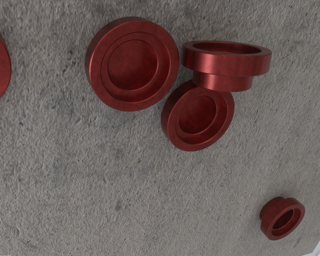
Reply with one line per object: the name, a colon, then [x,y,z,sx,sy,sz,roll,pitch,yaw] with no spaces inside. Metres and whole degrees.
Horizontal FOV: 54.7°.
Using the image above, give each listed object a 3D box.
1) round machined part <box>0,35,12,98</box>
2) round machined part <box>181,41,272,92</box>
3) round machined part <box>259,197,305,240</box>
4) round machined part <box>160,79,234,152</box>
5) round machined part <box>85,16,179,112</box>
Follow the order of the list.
round machined part: [-0.181,-0.052,0.264,0.099,0.042,0.097,-14,124,-21]
round machined part: [0.073,-0.071,0.353,0.099,0.098,0.042,-8,117,-24]
round machined part: [0.248,0.182,0.644,0.099,0.042,0.097,-14,124,-21]
round machined part: [0.045,-0.021,0.407,0.099,0.042,0.097,-14,125,-21]
round machined part: [-0.032,-0.070,0.335,0.099,0.042,0.097,-14,124,-21]
